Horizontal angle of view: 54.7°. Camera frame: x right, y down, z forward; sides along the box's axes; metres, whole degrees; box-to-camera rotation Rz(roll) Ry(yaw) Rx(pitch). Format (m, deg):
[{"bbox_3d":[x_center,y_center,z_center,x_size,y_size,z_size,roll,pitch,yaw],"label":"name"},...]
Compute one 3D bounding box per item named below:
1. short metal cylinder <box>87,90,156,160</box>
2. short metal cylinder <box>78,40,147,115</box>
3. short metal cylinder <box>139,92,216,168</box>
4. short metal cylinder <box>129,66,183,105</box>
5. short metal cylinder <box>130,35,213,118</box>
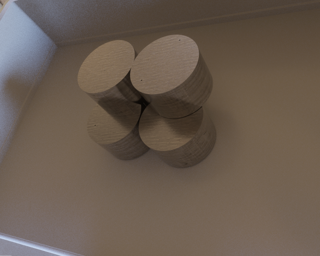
[{"bbox_3d":[-0.049,-0.004,0.416,0.080,0.050,0.080,-13,56,21],"label":"short metal cylinder"},{"bbox_3d":[-0.055,-0.063,0.391,0.080,0.050,0.080,-13,56,21],"label":"short metal cylinder"},{"bbox_3d":[0.022,0.002,0.375,0.080,0.050,0.080,-13,56,21],"label":"short metal cylinder"},{"bbox_3d":[0.006,-0.062,0.423,0.080,0.050,0.080,-13,56,21],"label":"short metal cylinder"},{"bbox_3d":[0.014,-0.058,0.350,0.080,0.050,0.080,-13,56,21],"label":"short metal cylinder"}]
